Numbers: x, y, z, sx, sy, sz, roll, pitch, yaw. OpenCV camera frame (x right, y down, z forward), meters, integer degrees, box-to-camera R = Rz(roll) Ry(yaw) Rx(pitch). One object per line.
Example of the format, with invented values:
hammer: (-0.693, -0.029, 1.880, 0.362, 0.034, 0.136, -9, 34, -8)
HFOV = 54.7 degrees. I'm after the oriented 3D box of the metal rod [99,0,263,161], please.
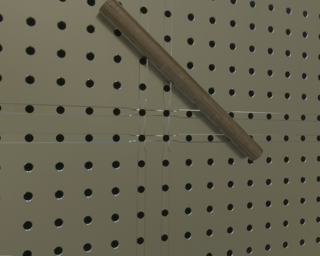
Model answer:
metal rod: (0.039, -0.058, 0.427, 0.300, 0.025, 0.025, 42, 77, -16)
